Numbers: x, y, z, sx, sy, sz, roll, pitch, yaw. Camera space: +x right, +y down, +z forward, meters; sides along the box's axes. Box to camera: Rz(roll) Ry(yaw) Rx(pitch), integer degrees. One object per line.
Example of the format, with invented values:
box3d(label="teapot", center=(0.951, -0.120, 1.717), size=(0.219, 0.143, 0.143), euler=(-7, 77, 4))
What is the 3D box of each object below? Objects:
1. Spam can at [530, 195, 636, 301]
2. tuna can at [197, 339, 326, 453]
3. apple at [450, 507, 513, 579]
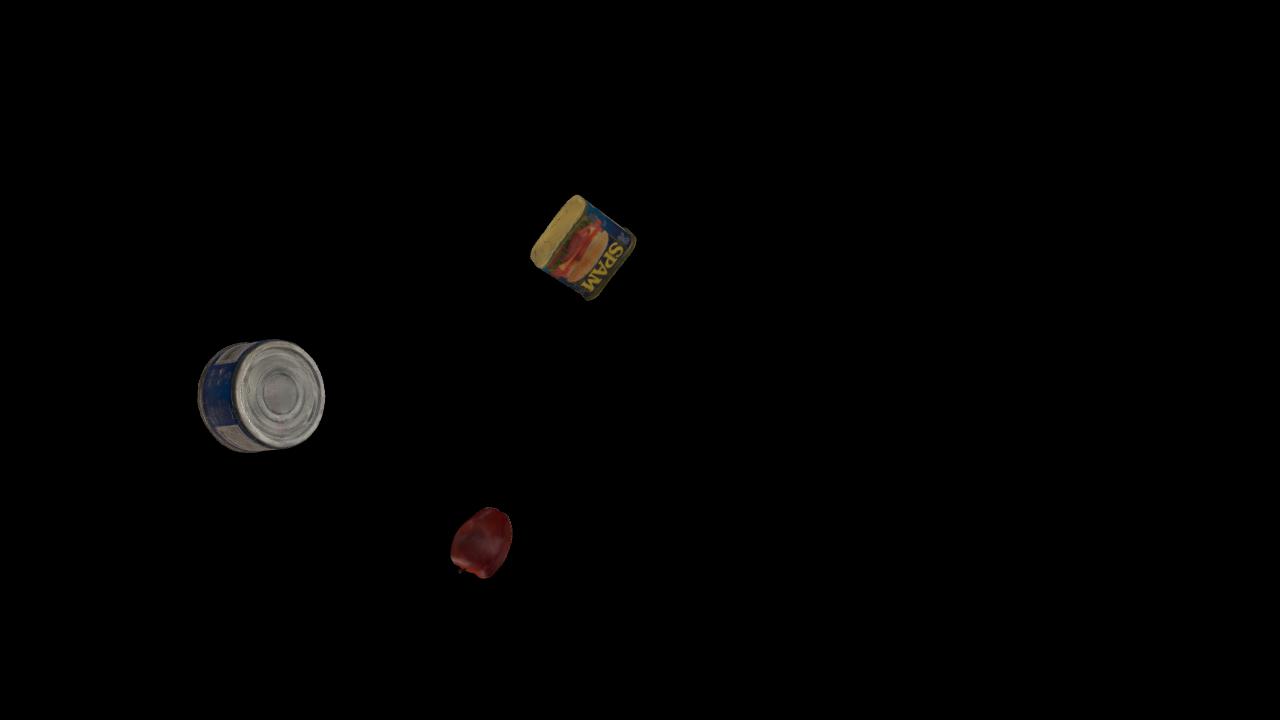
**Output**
box3d(label="Spam can", center=(-0.069, -0.136, 0.746), size=(0.085, 0.101, 0.058), euler=(30, 14, -39))
box3d(label="tuna can", center=(-0.280, 0.026, 0.462), size=(0.034, 0.084, 0.084), euler=(-7, -2, 16))
box3d(label="apple", center=(-0.213, 0.246, 0.828), size=(0.079, 0.093, 0.079), euler=(21, -32, 14))
